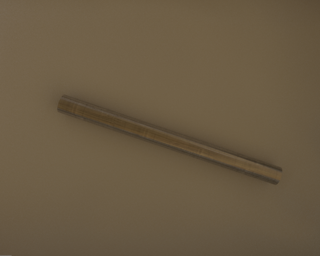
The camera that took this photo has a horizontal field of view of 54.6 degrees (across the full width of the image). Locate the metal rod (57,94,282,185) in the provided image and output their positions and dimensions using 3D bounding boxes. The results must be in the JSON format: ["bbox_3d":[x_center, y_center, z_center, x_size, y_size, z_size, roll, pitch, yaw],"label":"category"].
[{"bbox_3d":[0.013,0.016,0.410,0.301,0.025,0.025,19,90,0],"label":"metal rod"}]
